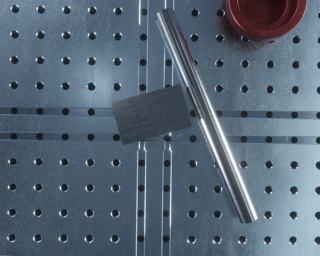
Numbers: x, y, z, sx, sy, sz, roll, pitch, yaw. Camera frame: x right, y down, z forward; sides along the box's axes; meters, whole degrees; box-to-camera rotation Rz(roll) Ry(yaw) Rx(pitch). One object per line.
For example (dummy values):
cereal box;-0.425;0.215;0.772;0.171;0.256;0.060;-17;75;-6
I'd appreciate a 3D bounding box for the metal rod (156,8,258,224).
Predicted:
metal rod;0.063;-0.016;0.414;0.025;0.025;0.299;-22;90;0

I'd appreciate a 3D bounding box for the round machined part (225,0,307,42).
round machined part;0.135;-0.161;0.407;0.099;0.042;0.097;0;90;-1

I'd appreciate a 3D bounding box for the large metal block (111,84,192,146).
large metal block;-0.010;-0.015;0.386;0.080;0.080;0.050;-15;90;0
